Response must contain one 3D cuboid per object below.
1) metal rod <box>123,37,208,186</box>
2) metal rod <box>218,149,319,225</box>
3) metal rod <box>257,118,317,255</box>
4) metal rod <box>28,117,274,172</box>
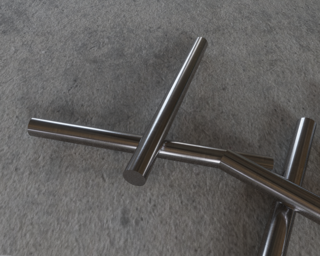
[{"bbox_3d":[0.021,-0.046,0.420,0.025,0.025,0.301,15,45,12],"label":"metal rod"},{"bbox_3d":[0.193,0.101,0.286,0.300,0.025,0.025,29,56,21],"label":"metal rod"},{"bbox_3d":[0.125,0.098,0.322,0.025,0.025,0.301,21,53,17],"label":"metal rod"},{"bbox_3d":[-0.017,0.022,0.384,0.302,0.025,0.025,9,51,7],"label":"metal rod"}]
